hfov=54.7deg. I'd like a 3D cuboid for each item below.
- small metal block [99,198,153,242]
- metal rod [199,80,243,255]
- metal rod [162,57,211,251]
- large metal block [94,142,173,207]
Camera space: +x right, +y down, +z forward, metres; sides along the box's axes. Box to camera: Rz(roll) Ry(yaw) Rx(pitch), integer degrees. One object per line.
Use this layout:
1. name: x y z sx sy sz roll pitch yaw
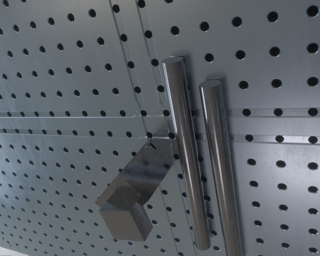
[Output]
1. small metal block: -0.044 0.119 0.405 0.050 0.025 0.050 -8 115 31
2. metal rod: 0.087 0.081 0.415 0.025 0.025 0.298 1 119 27
3. metal rod: 0.041 0.052 0.421 0.025 0.025 0.298 3 120 27
4. large metal block: -0.037 0.079 0.444 0.050 0.080 0.080 41 129 0
